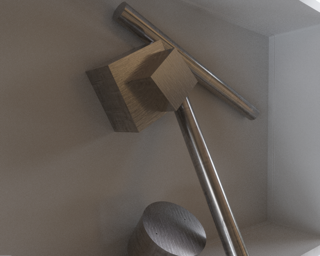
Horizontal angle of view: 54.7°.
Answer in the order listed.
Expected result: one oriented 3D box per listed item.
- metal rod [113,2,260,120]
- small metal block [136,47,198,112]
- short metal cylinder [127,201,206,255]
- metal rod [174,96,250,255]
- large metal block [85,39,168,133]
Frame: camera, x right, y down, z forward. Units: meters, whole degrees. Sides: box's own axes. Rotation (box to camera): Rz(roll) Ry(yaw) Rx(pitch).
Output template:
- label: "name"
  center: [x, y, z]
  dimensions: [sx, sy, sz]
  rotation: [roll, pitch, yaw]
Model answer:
- label: "metal rod"
  center: [0.058, -0.082, 0.457]
  dimensions: [0.301, 0.025, 0.025]
  rotation: [28, 72, -37]
- label: "small metal block"
  center: [0.009, -0.054, 0.351]
  dimensions: [0.050, 0.025, 0.050]
  rotation: [51, 60, -28]
- label: "short metal cylinder"
  center: [0.008, 0.135, 0.370]
  dimensions: [0.081, 0.080, 0.050]
  rotation: [2, 124, -40]
- label: "metal rod"
  center: [0.064, 0.072, 0.377]
  dimensions: [0.025, 0.025, 0.299]
  rotation: [-1, 64, -40]
- label: "large metal block"
  center: [-0.027, -0.049, 0.369]
  dimensions: [0.080, 0.050, 0.080]
  rotation: [-37, 113, -34]
